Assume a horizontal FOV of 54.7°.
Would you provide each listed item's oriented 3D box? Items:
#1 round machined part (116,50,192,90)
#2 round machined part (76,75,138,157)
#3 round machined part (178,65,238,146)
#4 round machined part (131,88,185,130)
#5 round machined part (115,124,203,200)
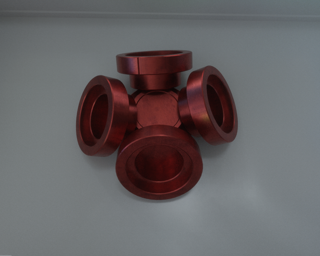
[{"bbox_3d":[-0.007,-0.077,0.407,0.099,0.098,0.042,-3,108,-2],"label":"round machined part"},{"bbox_3d":[-0.064,-0.013,0.383,0.042,0.098,0.098,9,65,-37],"label":"round machined part"},{"bbox_3d":[0.058,-0.025,0.390,0.042,0.098,0.098,-16,66,32],"label":"round machined part"},{"bbox_3d":[-0.003,-0.014,0.403,0.099,0.042,0.098,0,70,-1],"label":"round machined part"},{"bbox_3d":[-0.001,0.036,0.366,0.099,0.097,0.042,-1,34,-1],"label":"round machined part"}]
